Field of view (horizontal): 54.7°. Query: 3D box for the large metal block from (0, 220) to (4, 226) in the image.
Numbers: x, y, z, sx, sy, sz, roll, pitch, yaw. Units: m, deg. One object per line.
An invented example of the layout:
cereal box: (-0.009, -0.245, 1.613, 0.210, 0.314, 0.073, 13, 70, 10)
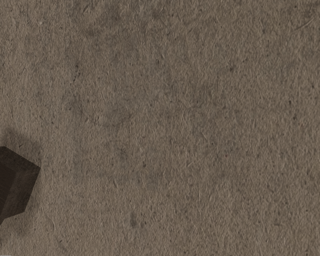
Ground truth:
large metal block: (-0.308, 0.144, 0.502, 0.080, 0.050, 0.080, 40, 102, 15)

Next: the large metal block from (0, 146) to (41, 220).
large metal block: (-0.246, 0.083, 0.480, 0.080, 0.050, 0.080, 26, 98, 18)
